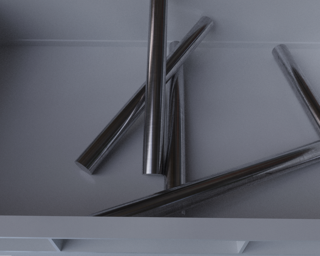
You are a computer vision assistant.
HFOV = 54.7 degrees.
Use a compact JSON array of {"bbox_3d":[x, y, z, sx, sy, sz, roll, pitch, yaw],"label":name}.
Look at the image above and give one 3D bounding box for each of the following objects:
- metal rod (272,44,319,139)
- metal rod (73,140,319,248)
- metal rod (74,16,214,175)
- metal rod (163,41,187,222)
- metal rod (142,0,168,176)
[{"bbox_3d":[0.215,-0.015,0.418,0.025,0.025,0.300,-5,50,-4],"label":"metal rod"},{"bbox_3d":[0.063,0.060,0.329,0.302,0.025,0.025,-14,51,-21],"label":"metal rod"},{"bbox_3d":[-0.008,-0.060,0.430,0.025,0.025,0.301,27,62,21],"label":"metal rod"},{"bbox_3d":[0.021,-0.021,0.422,0.025,0.025,0.300,2,50,1],"label":"metal rod"},{"bbox_3d":[-0.004,-0.089,0.401,0.025,0.025,0.299,1,74,1],"label":"metal rod"}]
